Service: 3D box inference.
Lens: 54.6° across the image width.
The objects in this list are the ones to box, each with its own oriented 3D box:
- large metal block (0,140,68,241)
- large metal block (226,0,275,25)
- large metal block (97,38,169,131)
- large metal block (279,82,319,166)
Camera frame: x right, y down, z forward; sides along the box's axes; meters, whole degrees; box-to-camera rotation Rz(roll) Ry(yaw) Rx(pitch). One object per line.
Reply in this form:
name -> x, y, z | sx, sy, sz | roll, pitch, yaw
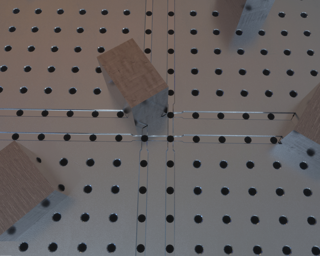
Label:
large metal block -> -0.174, 0.075, 0.370 | 0.080, 0.050, 0.080 | -41, 75, -13
large metal block -> 0.133, -0.218, 0.463 | 0.050, 0.080, 0.080 | -17, 71, -6
large metal block -> -0.033, -0.053, 0.402 | 0.050, 0.080, 0.080 | -32, 73, -11
large metal block -> 0.216, 0.000, 0.400 | 0.080, 0.050, 0.080 | 32, 73, 11
